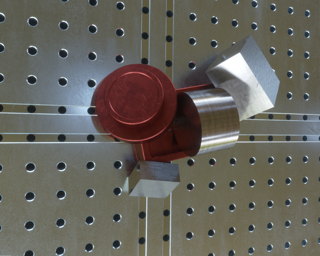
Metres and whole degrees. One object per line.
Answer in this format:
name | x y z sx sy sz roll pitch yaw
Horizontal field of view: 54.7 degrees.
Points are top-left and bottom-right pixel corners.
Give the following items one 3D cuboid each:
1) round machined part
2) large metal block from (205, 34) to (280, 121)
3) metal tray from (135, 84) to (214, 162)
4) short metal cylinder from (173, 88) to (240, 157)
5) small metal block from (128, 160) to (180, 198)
round machined part | -0.029 -0.032 0.369 0.099 0.042 0.098 -1 76 3
large metal block | 0.114 -0.068 0.417 0.080 0.050 0.080 53 38 -13
metal tray | 0.029 -0.007 0.418 0.131 0.030 0.089 -12 94 -20
short metal cylinder | 0.054 -0.008 0.386 0.050 0.080 0.079 -10 94 -21
small metal block | -0.009 0.066 0.390 0.050 0.050 0.025 8 53 -19
